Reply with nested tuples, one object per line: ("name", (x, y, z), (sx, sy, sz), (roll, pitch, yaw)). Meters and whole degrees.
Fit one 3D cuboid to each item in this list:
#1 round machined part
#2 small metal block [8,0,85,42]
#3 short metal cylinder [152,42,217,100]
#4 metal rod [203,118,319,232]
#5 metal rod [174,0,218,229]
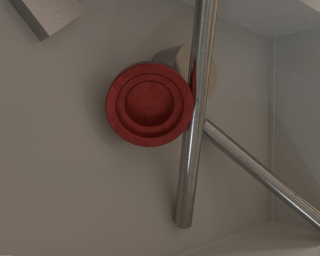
("round machined part", (-0.012, -0.030, 0.366), (0.099, 0.042, 0.097), (-2, 110, -4))
("small metal block", (-0.114, -0.124, 0.312), (0.050, 0.025, 0.050), (-50, 120, -29))
("short metal cylinder", (0.031, -0.071, 0.419), (0.081, 0.050, 0.079), (0, 90, -40))
("metal rod", (0.179, 0.088, 0.483), (0.301, 0.025, 0.025), (39, 64, -7))
("metal rod", (0.042, -0.005, 0.389), (0.025, 0.025, 0.298), (-13, 115, -40))
